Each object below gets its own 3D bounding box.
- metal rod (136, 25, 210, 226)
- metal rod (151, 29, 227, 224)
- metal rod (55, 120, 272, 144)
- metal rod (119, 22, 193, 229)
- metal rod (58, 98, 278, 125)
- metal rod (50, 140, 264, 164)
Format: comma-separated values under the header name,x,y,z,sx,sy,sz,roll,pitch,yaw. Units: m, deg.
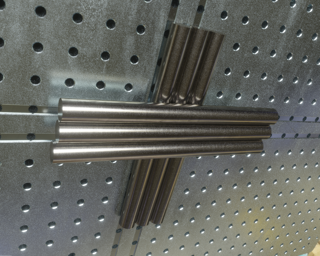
name,x,y,z,sx,sy,sz,roll,pitch,yaw
metal rod,0.009,0.014,0.424,0.025,0.025,0.298,2,118,-29
metal rod,0.031,0.015,0.437,0.025,0.025,0.298,2,118,-29
metal rod,0.026,0.004,0.395,0.302,0.025,0.025,0,118,-29
metal rod,-0.013,0.014,0.412,0.025,0.025,0.298,2,118,-29
metal rod,0.032,-0.017,0.385,0.302,0.025,0.025,0,118,-29
metal rod,0.017,0.026,0.404,0.302,0.025,0.025,0,118,-29
